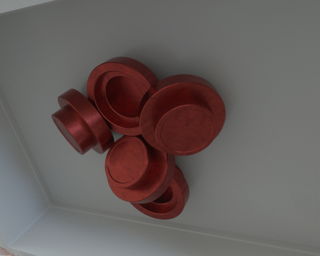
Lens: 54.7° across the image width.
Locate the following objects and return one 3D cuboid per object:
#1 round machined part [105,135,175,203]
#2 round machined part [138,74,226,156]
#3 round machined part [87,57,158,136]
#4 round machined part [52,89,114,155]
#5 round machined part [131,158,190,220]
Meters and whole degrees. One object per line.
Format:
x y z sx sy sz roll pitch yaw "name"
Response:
-0.033 0.047 0.405 0.098 0.098 0.042 -6 159 31 "round machined part"
0.026 -0.007 0.348 0.099 0.042 0.097 -4 125 -6 "round machined part"
-0.039 -0.042 0.389 0.098 0.042 0.097 13 124 21 "round machined part"
-0.110 -0.002 0.424 0.098 0.042 0.098 41 156 23 "round machined part"
-0.003 0.081 0.447 0.098 0.042 0.097 13 124 21 "round machined part"
